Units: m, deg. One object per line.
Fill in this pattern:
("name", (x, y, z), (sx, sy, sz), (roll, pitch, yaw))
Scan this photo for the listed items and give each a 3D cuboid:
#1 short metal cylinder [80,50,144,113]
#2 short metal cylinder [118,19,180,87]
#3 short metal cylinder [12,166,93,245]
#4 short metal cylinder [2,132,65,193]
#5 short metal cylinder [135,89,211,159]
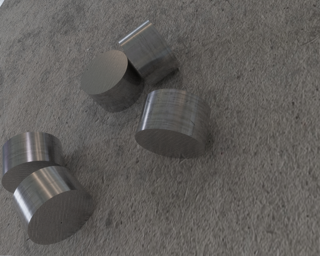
("short metal cylinder", (-0.071, -0.070, 0.469), (0.080, 0.050, 0.080), (-13, 56, 21))
("short metal cylinder", (-0.015, -0.106, 0.442), (0.050, 0.080, 0.080), (-36, 51, 4))
("short metal cylinder", (-0.130, 0.094, 0.380), (0.080, 0.080, 0.050), (-48, 51, -6))
("short metal cylinder", (-0.175, 0.050, 0.430), (0.080, 0.080, 0.050), (-30, 52, 9))
("short metal cylinder", (0.016, -0.003, 0.362), (0.080, 0.080, 0.050), (-1, 62, 28))
